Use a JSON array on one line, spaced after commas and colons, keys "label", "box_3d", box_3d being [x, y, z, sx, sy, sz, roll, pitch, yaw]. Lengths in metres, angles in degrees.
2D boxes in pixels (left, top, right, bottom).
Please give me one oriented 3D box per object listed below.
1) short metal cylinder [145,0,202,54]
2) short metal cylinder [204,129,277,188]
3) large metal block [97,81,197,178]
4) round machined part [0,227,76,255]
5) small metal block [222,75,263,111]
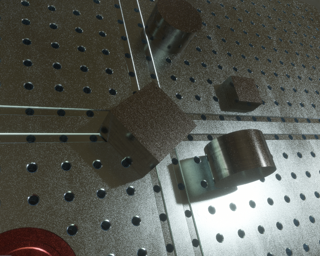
[{"label": "short metal cylinder", "box_3d": [0.022, -0.170, 0.509, 0.081, 0.050, 0.080, 14, 56, -21]}, {"label": "short metal cylinder", "box_3d": [0.103, 0.042, 0.405, 0.081, 0.080, 0.050, 1, 62, -28]}, {"label": "large metal block", "box_3d": [-0.015, 0.000, 0.385, 0.080, 0.050, 0.080, 46, 51, 3]}, {"label": "round machined part", "box_3d": [-0.114, 0.132, 0.256, 0.099, 0.042, 0.098, 14, 56, -21]}, {"label": "small metal block", "box_3d": [0.138, -0.058, 0.521, 0.050, 0.025, 0.050, 3, 60, -27]}]
